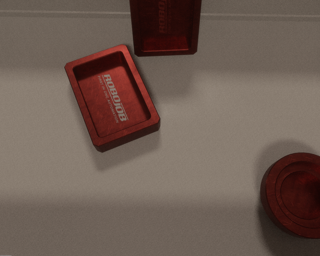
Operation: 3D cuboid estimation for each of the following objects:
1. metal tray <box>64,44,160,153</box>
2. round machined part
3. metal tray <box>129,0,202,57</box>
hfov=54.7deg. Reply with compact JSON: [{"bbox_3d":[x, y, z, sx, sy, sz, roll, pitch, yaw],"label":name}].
[{"bbox_3d":[-0.065,-0.043,0.421,0.091,0.030,0.130,-22,72,-8],"label":"metal tray"},{"bbox_3d":[0.170,0.082,0.373,0.099,0.042,0.098,0,70,-1],"label":"round machined part"},{"bbox_3d":[0.007,-0.158,0.410,0.091,0.129,0.030,-3,50,-2],"label":"metal tray"}]
